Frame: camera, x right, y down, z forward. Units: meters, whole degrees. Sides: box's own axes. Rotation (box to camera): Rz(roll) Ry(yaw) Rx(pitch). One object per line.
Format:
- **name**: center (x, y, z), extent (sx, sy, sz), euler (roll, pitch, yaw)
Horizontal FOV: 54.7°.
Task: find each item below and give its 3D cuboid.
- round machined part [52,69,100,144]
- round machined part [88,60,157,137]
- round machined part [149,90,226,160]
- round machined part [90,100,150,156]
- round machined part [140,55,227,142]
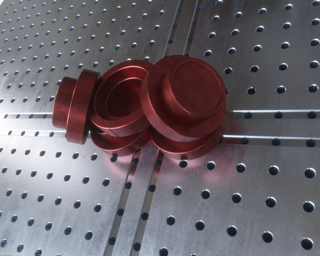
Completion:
- **round machined part**: center (-0.110, -0.030, 0.406), extent (0.042, 0.098, 0.098), euler (13, 62, -8)
- **round machined part**: center (-0.036, -0.032, 0.379), extent (0.098, 0.042, 0.098), euler (-13, 56, 20)
- **round machined part**: center (0.030, -0.013, 0.388), extent (0.098, 0.042, 0.098), euler (-13, 56, 20)
- **round machined part**: center (-0.057, -0.013, 0.433), extent (0.098, 0.042, 0.098), euler (-13, 56, 20)
- **round machined part**: center (0.032, -0.037, 0.337), extent (0.042, 0.099, 0.098), euler (-37, 35, 59)
